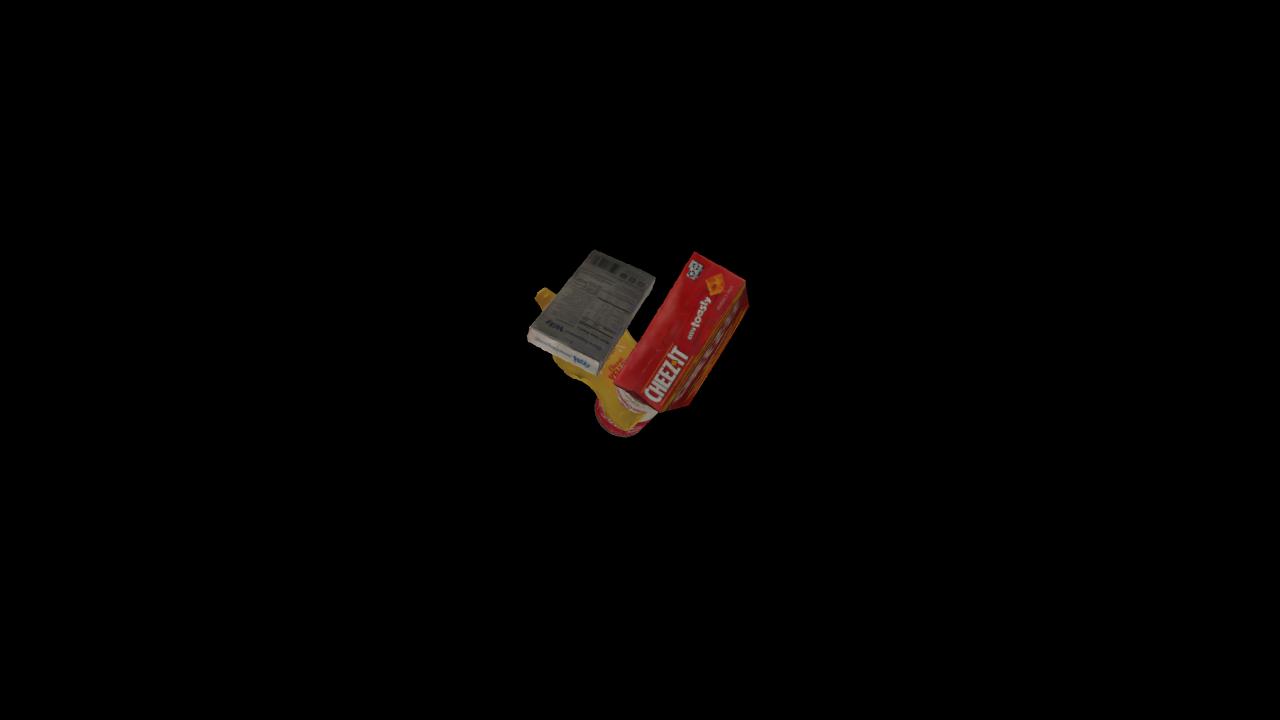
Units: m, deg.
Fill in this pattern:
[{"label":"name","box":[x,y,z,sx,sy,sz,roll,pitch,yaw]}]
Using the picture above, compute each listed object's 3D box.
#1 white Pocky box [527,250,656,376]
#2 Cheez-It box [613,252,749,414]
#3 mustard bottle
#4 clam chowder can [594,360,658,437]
[{"label":"white Pocky box","box":[-0.048,-0.057,0.669,0.084,0.154,0.028,26,-42,5]},{"label":"Cheez-It box","box":[0.061,-0.026,0.737,0.071,0.166,0.223,32,4,11]},{"label":"mustard bottle","box":[-0.050,-0.013,0.697,0.092,0.184,0.054,-45,0,-6]},{"label":"clam chowder can","box":[-0.005,0.040,0.707,0.068,0.068,0.102,0,-26,-24]}]
